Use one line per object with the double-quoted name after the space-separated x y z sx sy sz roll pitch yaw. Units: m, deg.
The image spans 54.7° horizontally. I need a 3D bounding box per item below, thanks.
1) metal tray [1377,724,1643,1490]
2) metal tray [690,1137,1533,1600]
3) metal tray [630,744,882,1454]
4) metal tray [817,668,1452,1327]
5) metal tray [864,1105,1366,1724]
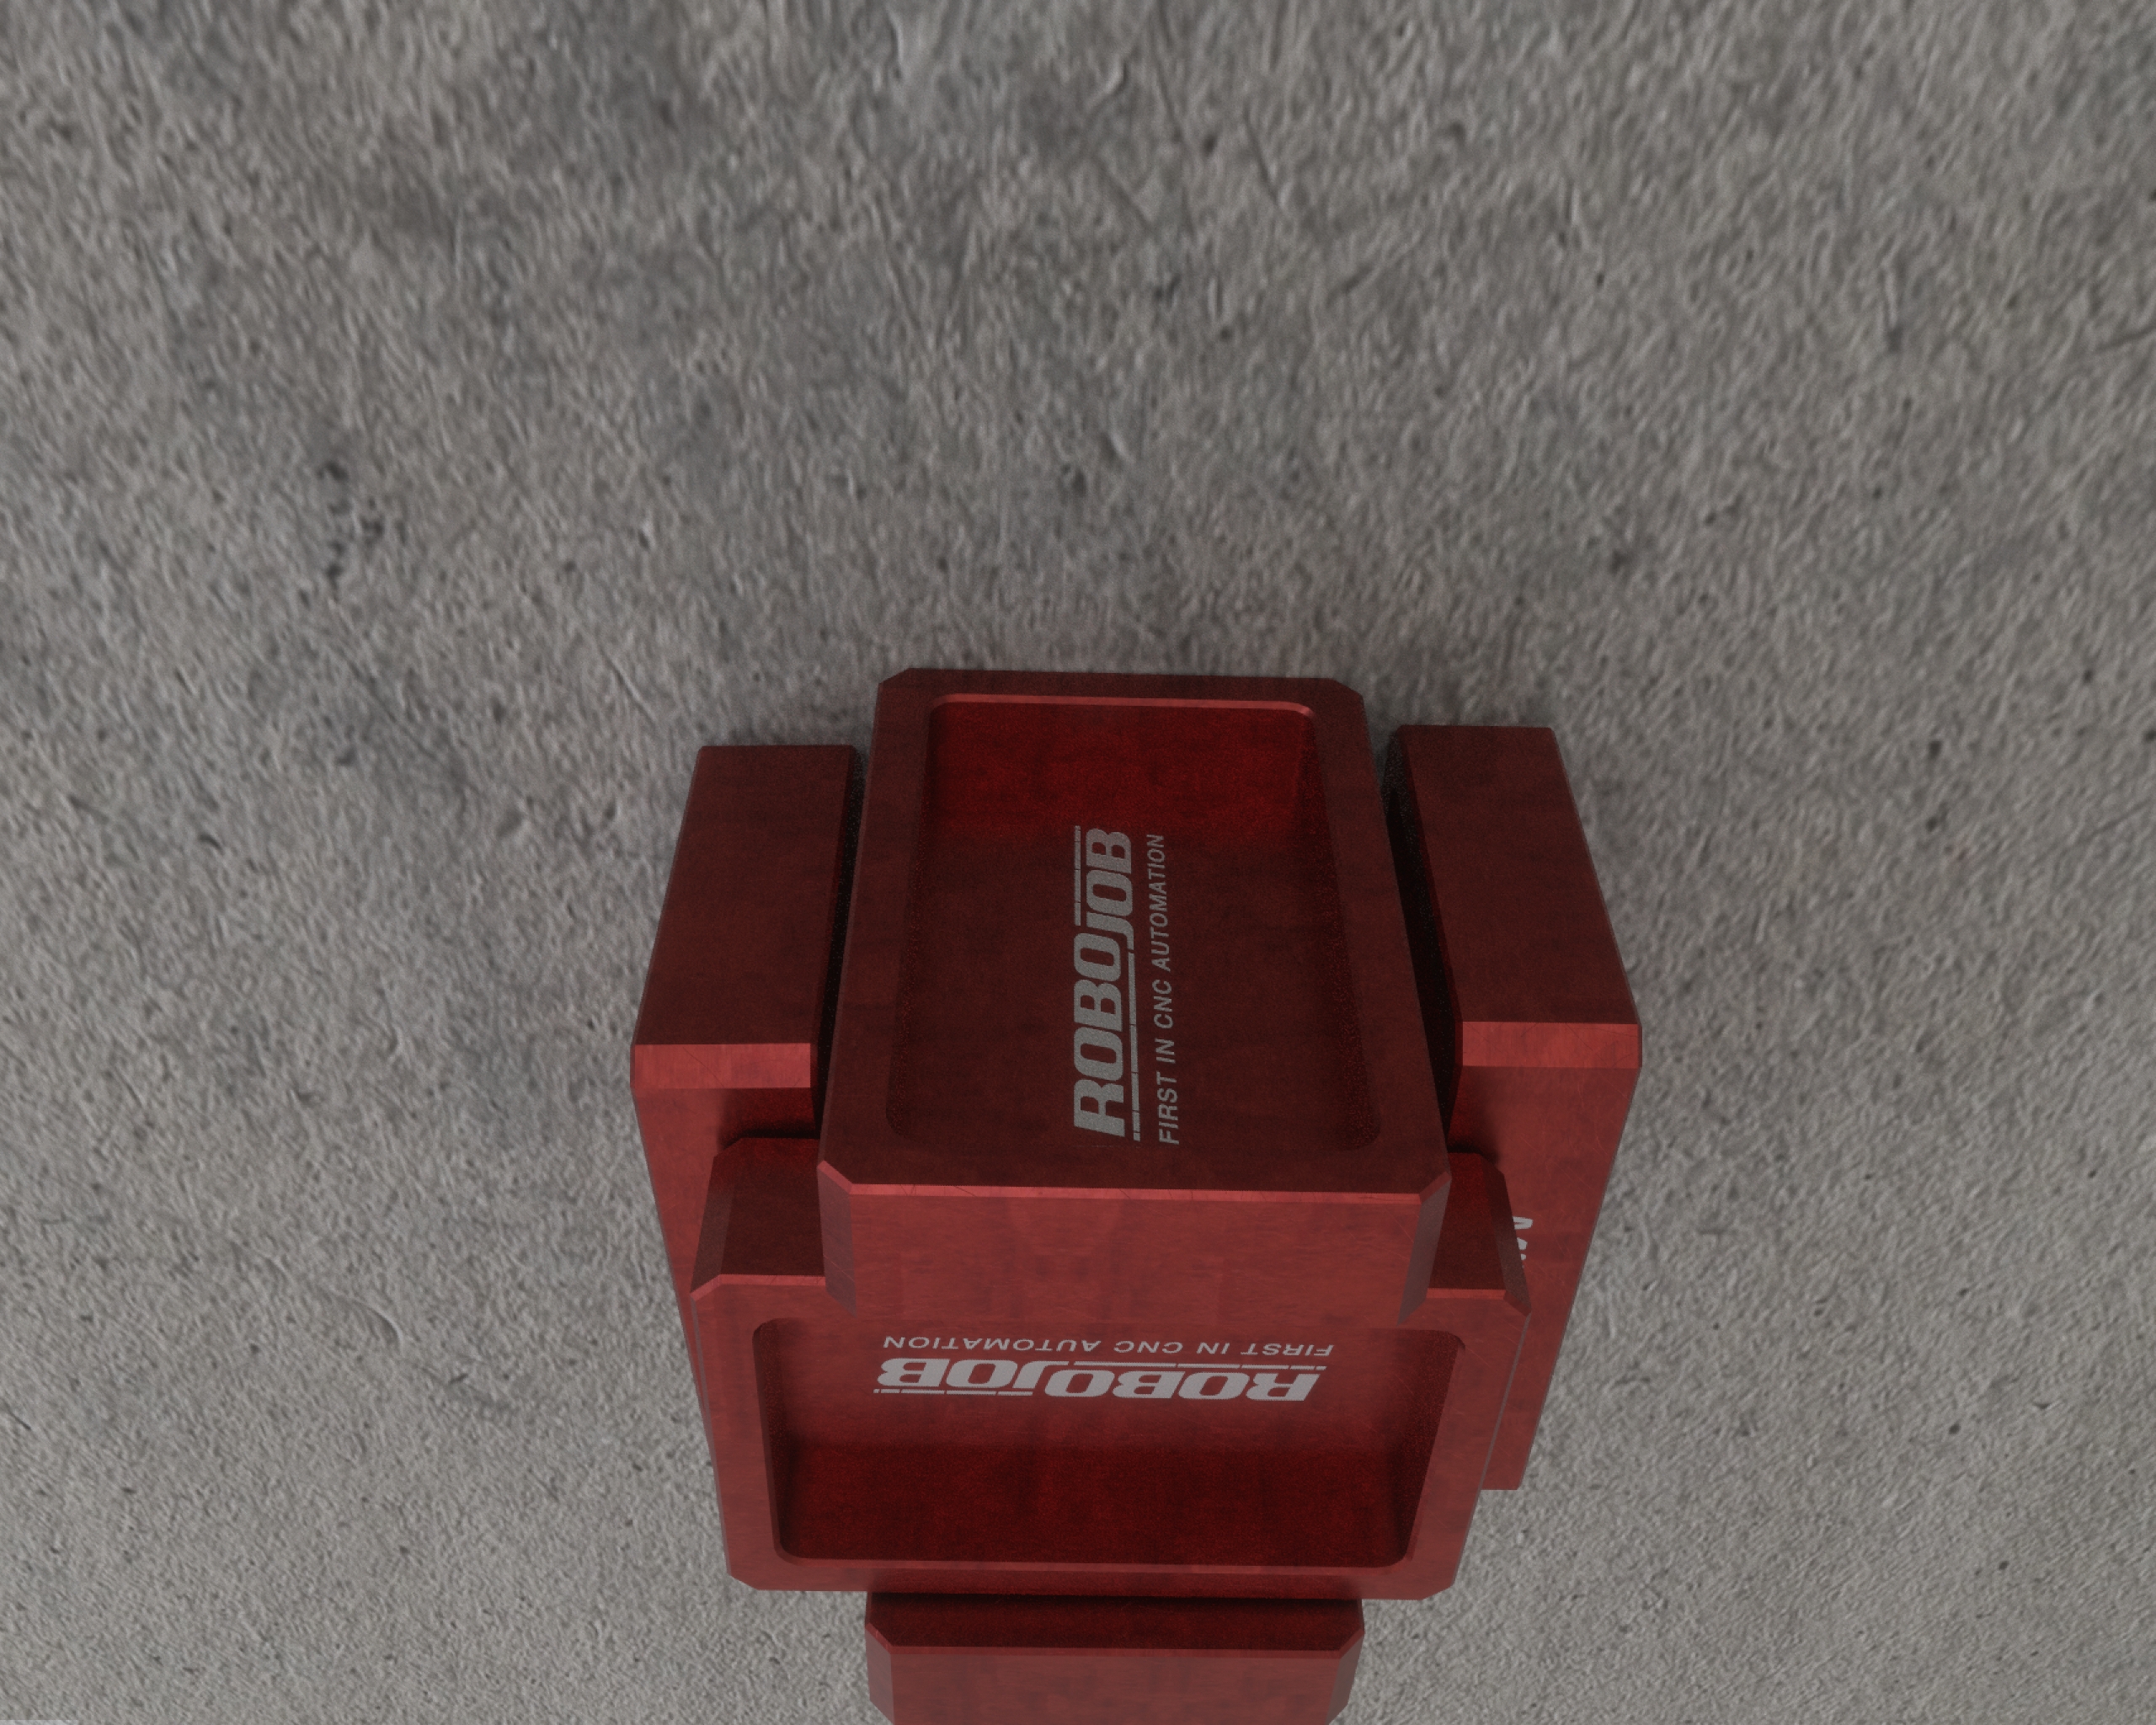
0.074 0.049 0.406 0.030 0.090 0.129 1 130 -1 "metal tray"
0.004 0.089 0.360 0.131 0.030 0.089 1 130 -2 "metal tray"
-0.056 0.053 0.408 0.030 0.090 0.129 -1 130 0 "metal tray"
0.008 0.017 0.352 0.091 0.130 0.030 1 130 -1 "metal tray"
0.006 0.109 0.430 0.091 0.130 0.030 1 132 -1 "metal tray"
